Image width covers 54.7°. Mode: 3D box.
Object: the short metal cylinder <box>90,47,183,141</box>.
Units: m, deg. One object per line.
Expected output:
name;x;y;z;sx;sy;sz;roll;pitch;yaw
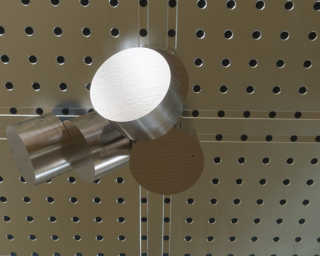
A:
short metal cylinder;-0.021;-0.033;0.311;0.080;0.080;0.050;-23;152;8

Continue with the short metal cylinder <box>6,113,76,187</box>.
short metal cylinder;-0.149;0.026;0.385;0.050;0.080;0.079;-24;115;-37

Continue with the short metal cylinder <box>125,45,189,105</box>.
short metal cylinder;-0.007;-0.058;0.378;0.081;0.050;0.079;0;110;0

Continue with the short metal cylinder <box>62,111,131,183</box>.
short metal cylinder;-0.080;0.021;0.383;0.050;0.080;0.079;-23;115;-36

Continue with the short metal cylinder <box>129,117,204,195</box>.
short metal cylinder;0.007;0.029;0.355;0.081;0.050;0.079;0;110;0

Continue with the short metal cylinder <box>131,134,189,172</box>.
short metal cylinder;-0.002;0.017;0.405;0.081;0.050;0.079;0;110;0
